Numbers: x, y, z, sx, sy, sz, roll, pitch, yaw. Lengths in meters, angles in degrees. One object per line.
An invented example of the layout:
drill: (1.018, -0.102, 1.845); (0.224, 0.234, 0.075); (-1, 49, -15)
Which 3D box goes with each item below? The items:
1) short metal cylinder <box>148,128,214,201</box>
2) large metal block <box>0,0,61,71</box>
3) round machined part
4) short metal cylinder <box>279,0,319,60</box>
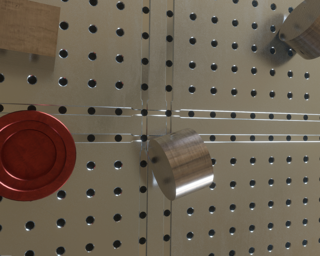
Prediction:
short metal cylinder: (0.024, 0.045, 0.392); (0.050, 0.080, 0.080); (-17, 96, -19)
large metal block: (-0.151, -0.098, 0.327); (0.081, 0.080, 0.050); (6, 88, -20)
round machined part: (-0.147, 0.029, 0.349); (0.099, 0.042, 0.097); (0, 90, -20)
short metal cylinder: (0.229, -0.151, 0.467); (0.050, 0.080, 0.080); (31, 80, -18)
